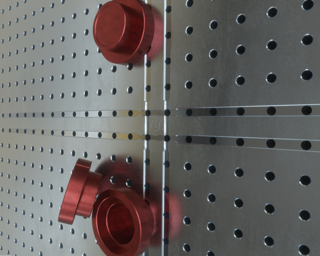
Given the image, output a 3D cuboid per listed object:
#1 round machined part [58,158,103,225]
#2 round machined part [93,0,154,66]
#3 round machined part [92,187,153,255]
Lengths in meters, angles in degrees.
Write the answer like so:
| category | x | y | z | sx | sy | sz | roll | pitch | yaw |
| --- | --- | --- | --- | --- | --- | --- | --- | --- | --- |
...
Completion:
| category | x | y | z | sx | sy | sz | roll | pitch | yaw |
| --- | --- | --- | --- | --- | --- | --- | --- | --- | --- |
| round machined part | -0.117 | 0.098 | 0.470 | 0.098 | 0.042 | 0.097 | -162 | 89 | -81 |
| round machined part | -0.059 | -0.142 | 0.444 | 0.098 | 0.042 | 0.097 | 0 | 90 | 39 |
| round machined part | -0.048 | 0.132 | 0.436 | 0.098 | 0.042 | 0.097 | 0 | 90 | 39 |
